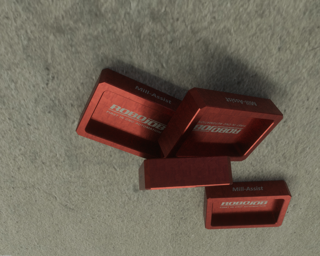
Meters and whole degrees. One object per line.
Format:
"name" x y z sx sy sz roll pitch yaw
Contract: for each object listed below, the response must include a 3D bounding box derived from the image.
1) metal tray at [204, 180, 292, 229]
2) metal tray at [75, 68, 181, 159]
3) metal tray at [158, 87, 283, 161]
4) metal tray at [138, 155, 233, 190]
"metal tray" 0.140 0.130 0.516 0.131 0.030 0.089 -3 130 1
"metal tray" -0.029 -0.010 0.395 0.131 0.030 0.089 22 127 -18
"metal tray" 0.074 0.001 0.376 0.131 0.030 0.089 4 134 -32
"metal tray" 0.023 0.057 0.374 0.091 0.030 0.130 -2 168 -7
